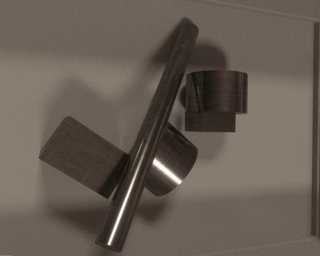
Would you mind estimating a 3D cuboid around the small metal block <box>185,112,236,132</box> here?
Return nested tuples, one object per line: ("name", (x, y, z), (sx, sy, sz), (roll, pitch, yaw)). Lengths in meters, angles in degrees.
("small metal block", (0.068, -0.007, 0.424), (0.050, 0.050, 0.025), (1, 90, -20))

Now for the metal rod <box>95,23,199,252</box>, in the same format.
("metal rod", (-0.002, -0.015, 0.350), (0.025, 0.025, 0.300), (31, 57, -18))

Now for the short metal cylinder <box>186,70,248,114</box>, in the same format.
("short metal cylinder", (0.075, -0.044, 0.410), (0.081, 0.080, 0.050), (1, 90, -20))

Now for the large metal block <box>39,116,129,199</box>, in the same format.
("large metal block", (-0.086, 0.030, 0.350), (0.080, 0.080, 0.050), (36, 79, -17))

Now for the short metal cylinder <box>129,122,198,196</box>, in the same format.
("short metal cylinder", (0.000, 0.036, 0.382), (0.050, 0.080, 0.080), (42, 77, -16))
